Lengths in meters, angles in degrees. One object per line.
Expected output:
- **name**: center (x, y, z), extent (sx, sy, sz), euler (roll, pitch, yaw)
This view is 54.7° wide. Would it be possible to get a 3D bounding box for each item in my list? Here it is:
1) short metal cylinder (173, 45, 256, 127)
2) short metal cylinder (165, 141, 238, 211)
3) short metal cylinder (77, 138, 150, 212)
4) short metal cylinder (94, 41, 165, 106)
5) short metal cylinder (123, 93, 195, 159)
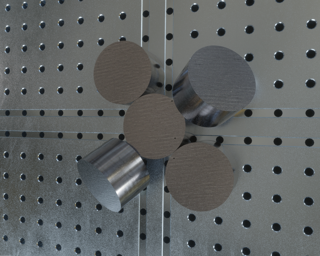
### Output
- **short metal cylinder**: center (0.061, -0.046, 0.356), extent (0.081, 0.050, 0.080), euler (6, 68, -16)
- **short metal cylinder**: center (0.053, 0.056, 0.380), extent (0.080, 0.050, 0.079), euler (0, 90, 19)
- **short metal cylinder**: center (-0.060, 0.060, 0.397), extent (0.080, 0.050, 0.079), euler (30, 140, 29)
- **short metal cylinder**: center (-0.040, -0.070, 0.412), extent (0.080, 0.050, 0.079), euler (0, 90, 19)
- **short metal cylinder**: center (0.000, -0.002, 0.398), extent (0.080, 0.050, 0.079), euler (0, 90, 19)
